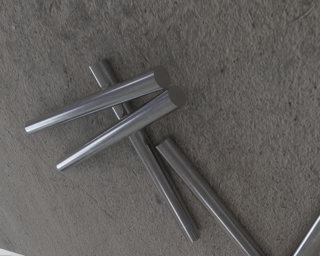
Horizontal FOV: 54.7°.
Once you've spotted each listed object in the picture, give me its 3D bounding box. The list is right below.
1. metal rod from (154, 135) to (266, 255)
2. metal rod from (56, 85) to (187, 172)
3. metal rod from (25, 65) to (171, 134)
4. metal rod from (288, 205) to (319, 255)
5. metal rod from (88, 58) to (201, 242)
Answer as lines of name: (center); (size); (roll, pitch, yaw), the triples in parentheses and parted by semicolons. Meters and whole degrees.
metal rod: (0.095, 0.133, 0.438); (0.025, 0.025, 0.300); (-32, 101, 38)
metal rod: (-0.074, 0.015, 0.428); (0.299, 0.025, 0.025); (-28, 104, 46)
metal rod: (-0.106, -0.027, 0.420); (0.299, 0.025, 0.025); (-13, 112, 42)
metal rod: (0.201, 0.085, 0.353); (0.025, 0.025, 0.298); (20, 126, 16)
metal rod: (-0.014, 0.043, 0.440); (0.025, 0.025, 0.299); (-16, 110, 34)
